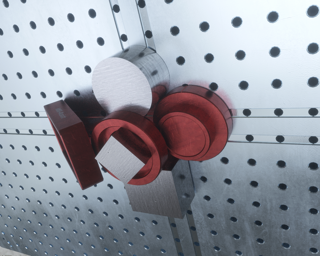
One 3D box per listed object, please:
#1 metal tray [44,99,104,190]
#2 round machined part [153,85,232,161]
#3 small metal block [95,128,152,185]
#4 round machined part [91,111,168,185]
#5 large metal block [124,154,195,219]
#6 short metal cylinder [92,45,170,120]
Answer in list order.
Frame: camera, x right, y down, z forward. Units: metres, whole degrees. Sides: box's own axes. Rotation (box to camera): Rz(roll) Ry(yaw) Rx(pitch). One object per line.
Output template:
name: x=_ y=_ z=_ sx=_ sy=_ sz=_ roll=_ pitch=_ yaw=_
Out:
metal tray: x=-0.125 y=0.019 z=0.439 sx=0.130 sy=0.030 sz=0.089 roll=33 pitch=142 yaw=57
round machined part: x=0.035 y=0.001 z=0.381 sx=0.098 sy=0.042 sz=0.097 roll=13 pitch=124 yaw=21
small metal block: x=-0.043 y=0.033 z=0.375 sx=0.050 sy=0.025 sz=0.050 roll=41 pitch=129 yaw=0
round machined part: x=-0.035 y=0.021 z=0.394 sx=0.098 sy=0.042 sz=0.097 roll=13 pitch=124 yaw=21
large metal block: x=-0.003 y=0.076 z=0.440 sx=0.080 sy=0.050 sz=0.080 roll=1 pitch=119 yaw=28
short metal cylinder: x=-0.035 y=-0.055 z=0.379 sx=0.080 sy=0.050 sz=0.079 roll=13 pitch=124 yaw=21
